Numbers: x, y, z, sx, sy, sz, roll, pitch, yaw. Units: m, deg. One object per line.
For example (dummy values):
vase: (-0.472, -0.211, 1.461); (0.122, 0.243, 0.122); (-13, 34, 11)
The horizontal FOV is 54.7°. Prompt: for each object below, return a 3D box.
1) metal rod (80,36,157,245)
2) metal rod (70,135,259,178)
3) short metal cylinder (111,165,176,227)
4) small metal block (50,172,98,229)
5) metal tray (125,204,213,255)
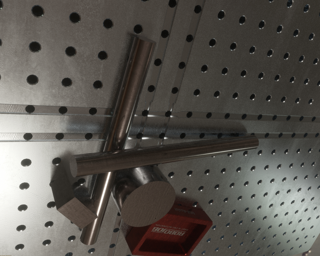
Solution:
metal rod: (-0.061, 0.032, 0.399); (0.025, 0.025, 0.298); (5, 116, -31)
metal rod: (0.029, 0.033, 0.428); (0.303, 0.025, 0.025); (-4, 121, -34)
short metal cylinder: (-0.025, 0.092, 0.440); (0.081, 0.050, 0.079); (-14, 125, -21)
small metal block: (-0.109, 0.092, 0.393); (0.025, 0.050, 0.050); (-36, 129, -5)
metal tray: (0.018, 0.176, 0.529); (0.131, 0.030, 0.090); (23, 106, -37)
